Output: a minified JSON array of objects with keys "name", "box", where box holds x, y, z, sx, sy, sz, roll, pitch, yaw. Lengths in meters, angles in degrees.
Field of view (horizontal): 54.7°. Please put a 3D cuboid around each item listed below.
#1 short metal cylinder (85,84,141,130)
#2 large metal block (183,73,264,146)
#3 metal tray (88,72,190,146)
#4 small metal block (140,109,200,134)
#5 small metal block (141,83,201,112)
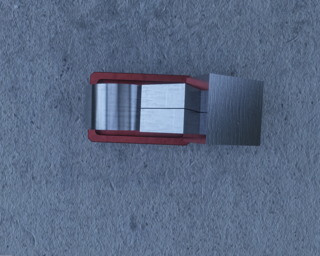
[{"name":"short metal cylinder","box":[-0.048,-0.023,0.370,0.081,0.080,0.050,1,90,0]},{"name":"large metal block","box":[0.078,-0.020,0.385,0.081,0.050,0.080,3,90,-26]},{"name":"metal tray","box":[-0.025,-0.025,0.408,0.131,0.030,0.089,2,90,0]},{"name":"small metal block","box":[0.012,-0.007,0.346,0.050,0.050,0.025,2,89,26]},{"name":"small metal block","box":[0.013,-0.033,0.346,0.050,0.050,0.025,2,89,26]}]
